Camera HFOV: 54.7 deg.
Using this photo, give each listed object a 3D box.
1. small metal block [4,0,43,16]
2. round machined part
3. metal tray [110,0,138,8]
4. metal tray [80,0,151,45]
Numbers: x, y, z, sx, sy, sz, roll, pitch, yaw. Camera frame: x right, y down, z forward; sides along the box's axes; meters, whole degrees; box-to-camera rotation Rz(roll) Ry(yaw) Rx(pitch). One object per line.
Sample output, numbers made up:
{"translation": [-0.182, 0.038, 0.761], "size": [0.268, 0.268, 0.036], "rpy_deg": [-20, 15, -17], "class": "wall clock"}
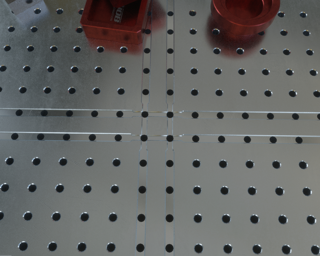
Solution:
{"translation": [-0.223, -0.214, 0.488], "size": [0.050, 0.025, 0.050], "rpy_deg": [-36, 74, -12], "class": "small metal block"}
{"translation": [0.126, -0.181, 0.470], "size": [0.099, 0.042, 0.098], "rpy_deg": [0, 70, 0], "class": "round machined part"}
{"translation": [-0.056, -0.252, 0.468], "size": [0.090, 0.030, 0.130], "rpy_deg": [-26, 72, -9], "class": "metal tray"}
{"translation": [-0.062, -0.197, 0.480], "size": [0.090, 0.030, 0.130], "rpy_deg": [9, 70, 3], "class": "metal tray"}
